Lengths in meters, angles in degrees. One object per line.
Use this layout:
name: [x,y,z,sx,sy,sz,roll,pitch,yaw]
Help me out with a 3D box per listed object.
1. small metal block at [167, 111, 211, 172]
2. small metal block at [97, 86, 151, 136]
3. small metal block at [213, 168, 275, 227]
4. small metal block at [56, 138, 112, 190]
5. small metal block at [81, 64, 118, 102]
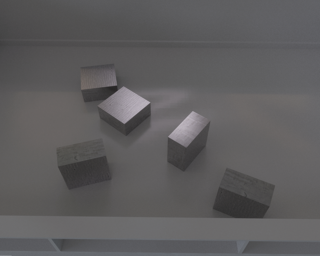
small metal block: [0.034,0.016,0.375,0.025,0.050,0.050,31,56,23]
small metal block: [-0.048,-0.024,0.425,0.050,0.025,0.050,33,57,24]
small metal block: [0.087,0.074,0.327,0.050,0.050,0.025,20,53,15]
small metal block: [-0.085,0.042,0.353,0.050,0.050,0.025,-12,51,-10]
small metal block: [-0.090,-0.068,0.461,0.050,0.025,0.050,-8,51,-7]
